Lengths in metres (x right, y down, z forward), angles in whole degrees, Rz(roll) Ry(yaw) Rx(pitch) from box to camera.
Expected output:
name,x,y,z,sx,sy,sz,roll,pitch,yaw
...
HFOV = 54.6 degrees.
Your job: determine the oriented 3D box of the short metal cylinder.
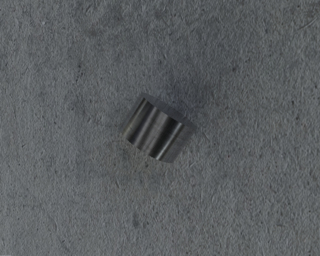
name,x,y,z,sx,sy,sz,roll,pitch,yaw
short metal cylinder,-0.002,-0.001,0.381,0.080,0.080,0.050,37,102,16
